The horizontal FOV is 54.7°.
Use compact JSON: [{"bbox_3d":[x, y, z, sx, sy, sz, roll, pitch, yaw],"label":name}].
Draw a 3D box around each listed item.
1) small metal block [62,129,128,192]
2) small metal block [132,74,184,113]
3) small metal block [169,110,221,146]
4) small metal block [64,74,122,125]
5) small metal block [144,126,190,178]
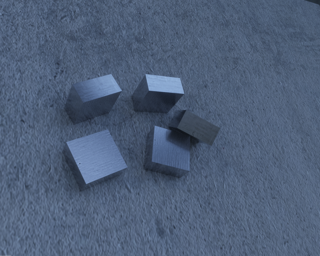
[{"bbox_3d":[-0.072,0.035,0.343,0.050,0.025,0.050,-19,72,-35],"label":"small metal block"},{"bbox_3d":[-0.004,-0.044,0.412,0.050,0.050,0.025,2,61,-27],"label":"small metal block"},{"bbox_3d":[0.044,-0.001,0.408,0.050,0.050,0.025,27,87,-11],"label":"small metal block"},{"bbox_3d":[-0.080,-0.034,0.365,0.050,0.050,0.025,-23,75,-36],"label":"small metal block"},{"bbox_3d":[0.010,0.030,0.390,0.050,0.025,0.050,17,55,-19],"label":"small metal block"}]
